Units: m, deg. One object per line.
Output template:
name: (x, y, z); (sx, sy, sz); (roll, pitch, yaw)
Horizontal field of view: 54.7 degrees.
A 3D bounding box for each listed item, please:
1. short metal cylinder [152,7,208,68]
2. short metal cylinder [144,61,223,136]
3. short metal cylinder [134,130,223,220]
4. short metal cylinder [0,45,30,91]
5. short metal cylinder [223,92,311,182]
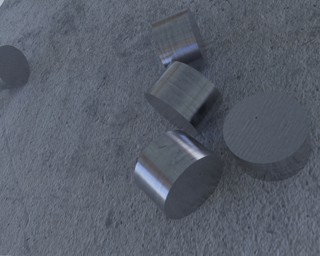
short metal cylinder: (0.029, -0.117, 0.425); (0.050, 0.080, 0.080); (-18, 55, 18)
short metal cylinder: (0.028, -0.035, 0.375); (0.080, 0.080, 0.050); (32, 80, 38)
short metal cylinder: (0.020, 0.049, 0.328); (0.080, 0.080, 0.050); (-48, 51, -5)
short metal cylinder: (-0.302, -0.115, 0.598); (0.050, 0.080, 0.080); (-7, 59, 25)
short metal cylinder: (0.112, 0.009, 0.323); (0.080, 0.050, 0.080); (-13, 56, 21)
